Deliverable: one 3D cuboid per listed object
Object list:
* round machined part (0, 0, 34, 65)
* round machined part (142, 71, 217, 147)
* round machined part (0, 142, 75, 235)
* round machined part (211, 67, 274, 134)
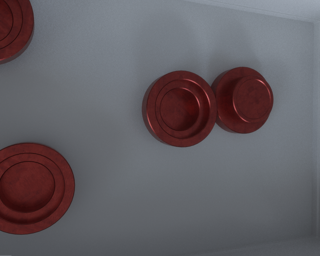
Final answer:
[{"bbox_3d":[-0.188,-0.115,0.332,0.099,0.042,0.097,0,90,-21],"label":"round machined part"},{"bbox_3d":[0.023,-0.024,0.411,0.099,0.042,0.097,0,90,-21],"label":"round machined part"},{"bbox_3d":[-0.148,0.064,0.347,0.099,0.042,0.097,0,90,-21],"label":"round machined part"},{"bbox_3d":[0.124,-0.040,0.449,0.099,0.042,0.097,0,90,-21],"label":"round machined part"}]
